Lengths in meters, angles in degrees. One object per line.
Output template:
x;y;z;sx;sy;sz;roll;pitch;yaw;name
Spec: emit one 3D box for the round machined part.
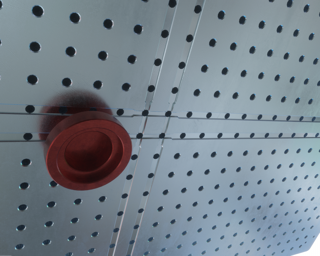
-0.087;0.023;0.368;0.099;0.042;0.097;-14;125;-21;round machined part
